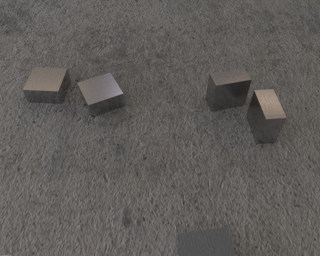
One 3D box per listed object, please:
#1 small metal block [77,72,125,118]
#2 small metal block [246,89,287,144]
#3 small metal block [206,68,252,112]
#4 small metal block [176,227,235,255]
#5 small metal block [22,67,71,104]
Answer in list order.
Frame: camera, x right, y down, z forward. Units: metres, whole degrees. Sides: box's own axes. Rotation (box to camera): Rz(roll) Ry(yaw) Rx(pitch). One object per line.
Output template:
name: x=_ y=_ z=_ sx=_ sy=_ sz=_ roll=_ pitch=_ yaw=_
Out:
small metal block: x=-0.084 y=-0.048 z=0.443 sx=0.050 sy=0.025 sz=0.050 roll=-21 pitch=53 yaw=-17
small metal block: x=0.135 y=-0.014 z=0.400 sx=0.025 sy=0.050 sz=0.050 roll=-4 pitch=50 yaw=-3
small metal block: x=0.094 y=-0.053 z=0.432 sx=0.050 sy=0.050 sz=0.025 roll=-11 pitch=51 yaw=-9
small metal block: x=0.045 y=0.127 z=0.296 sx=0.050 sy=0.025 sz=0.050 roll=-6 pitch=50 yaw=-6
small metal block: x=-0.164 y=-0.063 z=0.455 sx=0.050 sy=0.025 sz=0.050 roll=3 pitch=50 yaw=2
